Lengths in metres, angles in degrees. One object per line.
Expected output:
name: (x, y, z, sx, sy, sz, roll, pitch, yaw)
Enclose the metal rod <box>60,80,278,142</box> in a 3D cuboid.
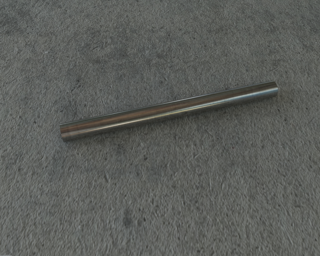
metal rod: (0.020, -0.025, 0.424, 0.302, 0.025, 0.025, -12, 51, -10)
